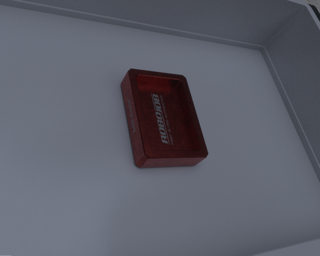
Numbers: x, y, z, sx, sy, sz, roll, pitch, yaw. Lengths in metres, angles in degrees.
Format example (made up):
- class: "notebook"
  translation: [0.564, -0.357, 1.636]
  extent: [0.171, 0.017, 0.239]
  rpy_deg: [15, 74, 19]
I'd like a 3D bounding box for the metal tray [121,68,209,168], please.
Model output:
- class: "metal tray"
  translation: [0.004, -0.014, 0.411]
  extent: [0.091, 0.030, 0.130]
  rpy_deg: [2, 61, -28]
